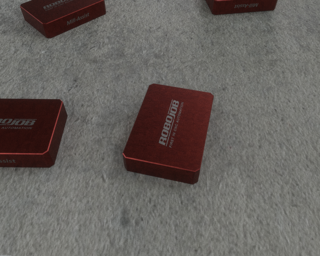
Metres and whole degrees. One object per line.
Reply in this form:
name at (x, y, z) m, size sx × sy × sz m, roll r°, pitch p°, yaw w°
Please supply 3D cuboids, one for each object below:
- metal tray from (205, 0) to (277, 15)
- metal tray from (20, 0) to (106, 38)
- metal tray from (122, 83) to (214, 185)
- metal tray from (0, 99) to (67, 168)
metal tray at (0.161, -0.271, 0.629) m, size 0.131 × 0.030 × 0.090 m, roll -7°, pitch 50°, yaw -6°
metal tray at (-0.181, -0.225, 0.587) m, size 0.131 × 0.030 × 0.090 m, roll -36°, pitch 59°, yaw -27°
metal tray at (0.015, 0.002, 0.399) m, size 0.090 × 0.030 × 0.130 m, roll 11°, pitch 51°, yaw 8°
metal tray at (-0.194, 0.004, 0.394) m, size 0.131 × 0.030 × 0.090 m, roll 1°, pitch 50°, yaw 0°
